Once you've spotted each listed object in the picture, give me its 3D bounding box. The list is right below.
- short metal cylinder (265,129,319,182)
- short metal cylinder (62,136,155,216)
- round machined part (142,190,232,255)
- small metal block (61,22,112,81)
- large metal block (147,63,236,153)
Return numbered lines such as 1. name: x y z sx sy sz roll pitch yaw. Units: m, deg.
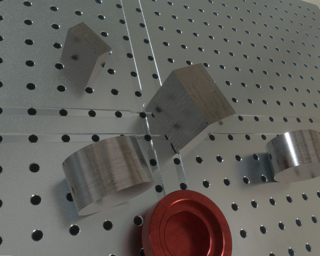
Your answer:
1. short metal cylinder: 0.202 0.043 0.455 0.081 0.080 0.050 8 58 -24
2. short metal cylinder: -0.052 0.049 0.315 0.081 0.080 0.050 -12 68 -33
3. round machined part: 0.026 0.121 0.337 0.099 0.042 0.098 14 56 -21
4. small metal block: -0.096 -0.098 0.400 0.050 0.050 0.025 43 51 1
5. large metal block: 0.038 -0.026 0.409 0.050 0.080 0.080 -22 74 -36
